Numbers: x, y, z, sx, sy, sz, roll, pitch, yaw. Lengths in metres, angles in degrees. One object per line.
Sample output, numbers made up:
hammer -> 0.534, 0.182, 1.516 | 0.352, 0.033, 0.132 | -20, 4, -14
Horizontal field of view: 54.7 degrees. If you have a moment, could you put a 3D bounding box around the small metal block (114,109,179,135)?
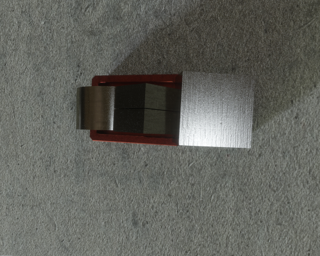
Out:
small metal block -> -0.015, -0.007, 0.346 | 0.050, 0.050, 0.025 | 3, 90, 46

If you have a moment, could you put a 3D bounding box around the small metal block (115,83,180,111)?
small metal block -> -0.014, -0.033, 0.346 | 0.050, 0.050, 0.025 | 3, 90, 46

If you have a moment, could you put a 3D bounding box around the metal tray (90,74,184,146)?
metal tray -> -0.029, -0.025, 0.417 | 0.130, 0.030, 0.089 | 2, 91, 19

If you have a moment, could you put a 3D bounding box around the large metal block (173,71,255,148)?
large metal block -> 0.060, -0.020, 0.360 | 0.081, 0.050, 0.079 | 3, 91, -6

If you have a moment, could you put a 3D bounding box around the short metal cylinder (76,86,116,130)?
short metal cylinder -> -0.063, -0.023, 0.390 | 0.080, 0.080, 0.050 | 1, 91, 20
